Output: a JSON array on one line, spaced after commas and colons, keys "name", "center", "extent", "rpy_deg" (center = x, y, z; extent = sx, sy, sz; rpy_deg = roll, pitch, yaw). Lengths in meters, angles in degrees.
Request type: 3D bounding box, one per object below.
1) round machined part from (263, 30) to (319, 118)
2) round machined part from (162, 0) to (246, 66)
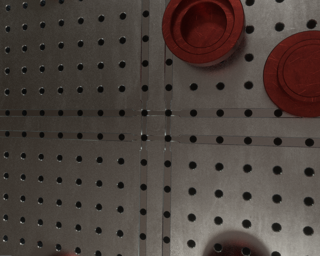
[{"name": "round machined part", "center": [0.166, -0.060, 0.345], "extent": [0.098, 0.042, 0.097], "rpy_deg": [0, 90, 19]}, {"name": "round machined part", "center": [0.056, -0.125, 0.383], "extent": [0.098, 0.042, 0.097], "rpy_deg": [0, 90, 19]}]
